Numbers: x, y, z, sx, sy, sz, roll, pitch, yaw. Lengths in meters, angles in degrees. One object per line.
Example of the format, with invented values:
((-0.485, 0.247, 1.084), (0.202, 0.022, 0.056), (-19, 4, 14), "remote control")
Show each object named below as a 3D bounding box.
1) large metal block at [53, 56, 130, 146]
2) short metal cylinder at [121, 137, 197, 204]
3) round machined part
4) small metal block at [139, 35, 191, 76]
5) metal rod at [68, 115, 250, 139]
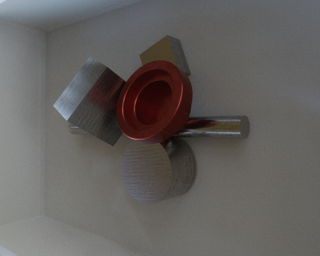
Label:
((-0.077, -0.034, 0.411), (0.080, 0.080, 0.050), (-54, 44, 0), "large metal block")
((-0.002, 0.050, 0.387), (0.080, 0.050, 0.079), (0, 90, 39), "short metal cylinder")
((-0.002, -0.027, 0.369), (0.098, 0.042, 0.098), (-16, 63, 34), "round machined part")
((0.006, -0.082, 0.399), (0.050, 0.025, 0.050), (-26, 74, 36), "small metal block")
((-0.026, -0.001, 0.422), (0.300, 0.025, 0.025), (0, 90, 39), "metal rod")
